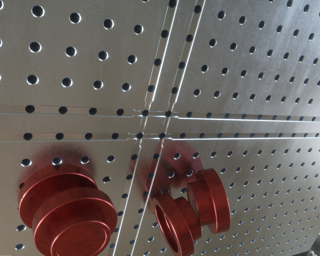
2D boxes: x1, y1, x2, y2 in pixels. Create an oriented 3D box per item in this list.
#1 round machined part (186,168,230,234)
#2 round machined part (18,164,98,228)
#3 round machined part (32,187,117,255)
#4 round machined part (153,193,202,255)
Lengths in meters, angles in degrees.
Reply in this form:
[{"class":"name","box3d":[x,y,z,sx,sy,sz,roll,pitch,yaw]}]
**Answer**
[{"class":"round machined part","box3d":[0.070,0.114,0.477,0.042,0.098,0.097,-11,124,-7]},{"class":"round machined part","box3d":[-0.125,0.097,0.393,0.099,0.042,0.097,-14,124,-21]},{"class":"round machined part","box3d":[-0.098,0.122,0.369,0.099,0.042,0.097,-14,125,-21]},{"class":"round machined part","box3d":[0.028,0.144,0.471,0.042,0.098,0.097,-20,127,-17]}]
